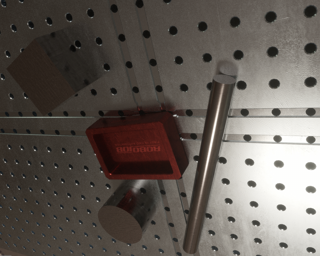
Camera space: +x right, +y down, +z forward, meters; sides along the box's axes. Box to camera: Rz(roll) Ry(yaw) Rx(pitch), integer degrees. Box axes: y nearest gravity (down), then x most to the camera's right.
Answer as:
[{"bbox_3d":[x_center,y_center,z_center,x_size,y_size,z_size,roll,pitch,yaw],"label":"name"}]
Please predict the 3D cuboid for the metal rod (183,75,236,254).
[{"bbox_3d":[0.060,0.070,0.421,0.025,0.025,0.298,17,125,18],"label":"metal rod"}]

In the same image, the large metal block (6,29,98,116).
[{"bbox_3d":[-0.147,-0.074,0.425,0.080,0.050,0.080,-26,105,36],"label":"large metal block"}]

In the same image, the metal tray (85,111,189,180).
[{"bbox_3d":[-0.034,0.029,0.441,0.130,0.030,0.090,-6,116,30],"label":"metal tray"}]

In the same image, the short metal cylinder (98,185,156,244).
[{"bbox_3d":[-0.054,0.142,0.509,0.080,0.050,0.079,13,124,20],"label":"short metal cylinder"}]
